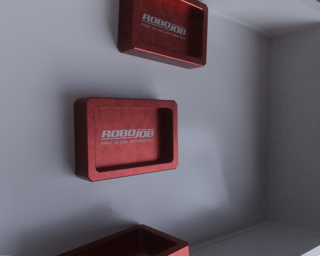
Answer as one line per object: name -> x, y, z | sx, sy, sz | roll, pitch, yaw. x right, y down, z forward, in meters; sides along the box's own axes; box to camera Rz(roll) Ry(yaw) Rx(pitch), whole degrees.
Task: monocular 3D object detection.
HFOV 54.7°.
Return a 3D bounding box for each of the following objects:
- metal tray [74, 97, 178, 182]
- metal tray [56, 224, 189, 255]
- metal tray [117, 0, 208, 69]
metal tray -> -0.036, 0.010, 0.375 | 0.131, 0.030, 0.089 | -2, 92, -40
metal tray -> -0.044, 0.146, 0.329 | 0.131, 0.090, 0.030 | -8, 95, -40
metal tray -> 0.009, -0.135, 0.411 | 0.131, 0.030, 0.089 | 4, 88, -40
